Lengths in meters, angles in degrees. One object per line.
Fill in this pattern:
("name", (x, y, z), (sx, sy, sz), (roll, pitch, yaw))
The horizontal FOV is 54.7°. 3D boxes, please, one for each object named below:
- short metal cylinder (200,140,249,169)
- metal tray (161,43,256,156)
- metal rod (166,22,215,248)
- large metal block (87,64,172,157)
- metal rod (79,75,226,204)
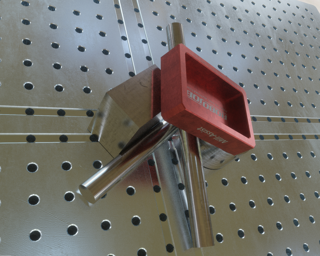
("short metal cylinder", (0.081, 0.011, 0.430), (0.081, 0.050, 0.080), (14, 56, -21))
("metal tray", (0.058, -0.030, 0.366), (0.131, 0.030, 0.090), (26, 50, -36))
("metal rod", (0.036, -0.005, 0.403), (0.025, 0.025, 0.299), (4, 69, -27))
("large metal block", (-0.030, -0.019, 0.369), (0.050, 0.080, 0.080), (47, 51, 4))
("metal rod", (0.014, -0.004, 0.420), (0.025, 0.025, 0.302), (47, 51, 4))
